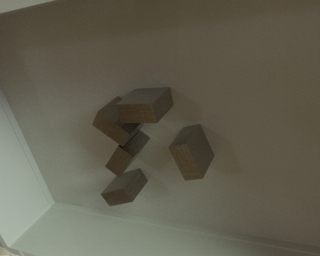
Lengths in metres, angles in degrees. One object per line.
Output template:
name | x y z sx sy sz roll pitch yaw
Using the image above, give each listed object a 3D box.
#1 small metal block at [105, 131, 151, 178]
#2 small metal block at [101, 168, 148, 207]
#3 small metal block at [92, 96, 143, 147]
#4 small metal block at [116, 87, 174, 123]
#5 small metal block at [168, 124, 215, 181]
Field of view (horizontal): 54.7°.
small metal block | -0.045 0.034 0.438 0.025 0.050 0.050 38 129 2
small metal block | -0.054 0.092 0.478 0.050 0.050 0.025 -21 107 36
small metal block | -0.053 -0.010 0.414 0.050 0.050 0.025 35 129 5
small metal block | -0.018 -0.029 0.384 0.050 0.050 0.025 1 119 28
small metal block | 0.041 0.030 0.389 0.025 0.050 0.050 -14 111 34
